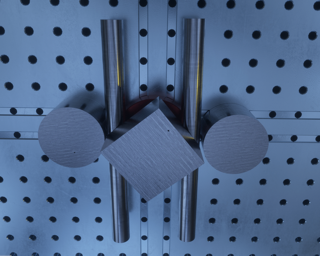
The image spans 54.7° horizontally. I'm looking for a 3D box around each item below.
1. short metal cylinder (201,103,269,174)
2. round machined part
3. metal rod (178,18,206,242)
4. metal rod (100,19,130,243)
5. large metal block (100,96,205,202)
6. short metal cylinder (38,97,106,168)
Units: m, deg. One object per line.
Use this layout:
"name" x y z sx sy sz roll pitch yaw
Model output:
"short metal cylinder" 0.094 0.013 0.405 0.081 0.050 0.079 0 110 0
"round machined part" -0.008 0.009 0.408 0.099 0.042 0.097 0 110 0
"metal rod" 0.039 0.017 0.398 0.025 0.025 0.298 0 110 0
"metal rod" -0.055 0.019 0.397 0.025 0.025 0.298 0 110 0
"large metal block" -0.008 0.024 0.358 0.080 0.050 0.080 -36 106 12
"short metal cylinder" -0.108 0.004 0.400 0.081 0.050 0.079 0 110 0
